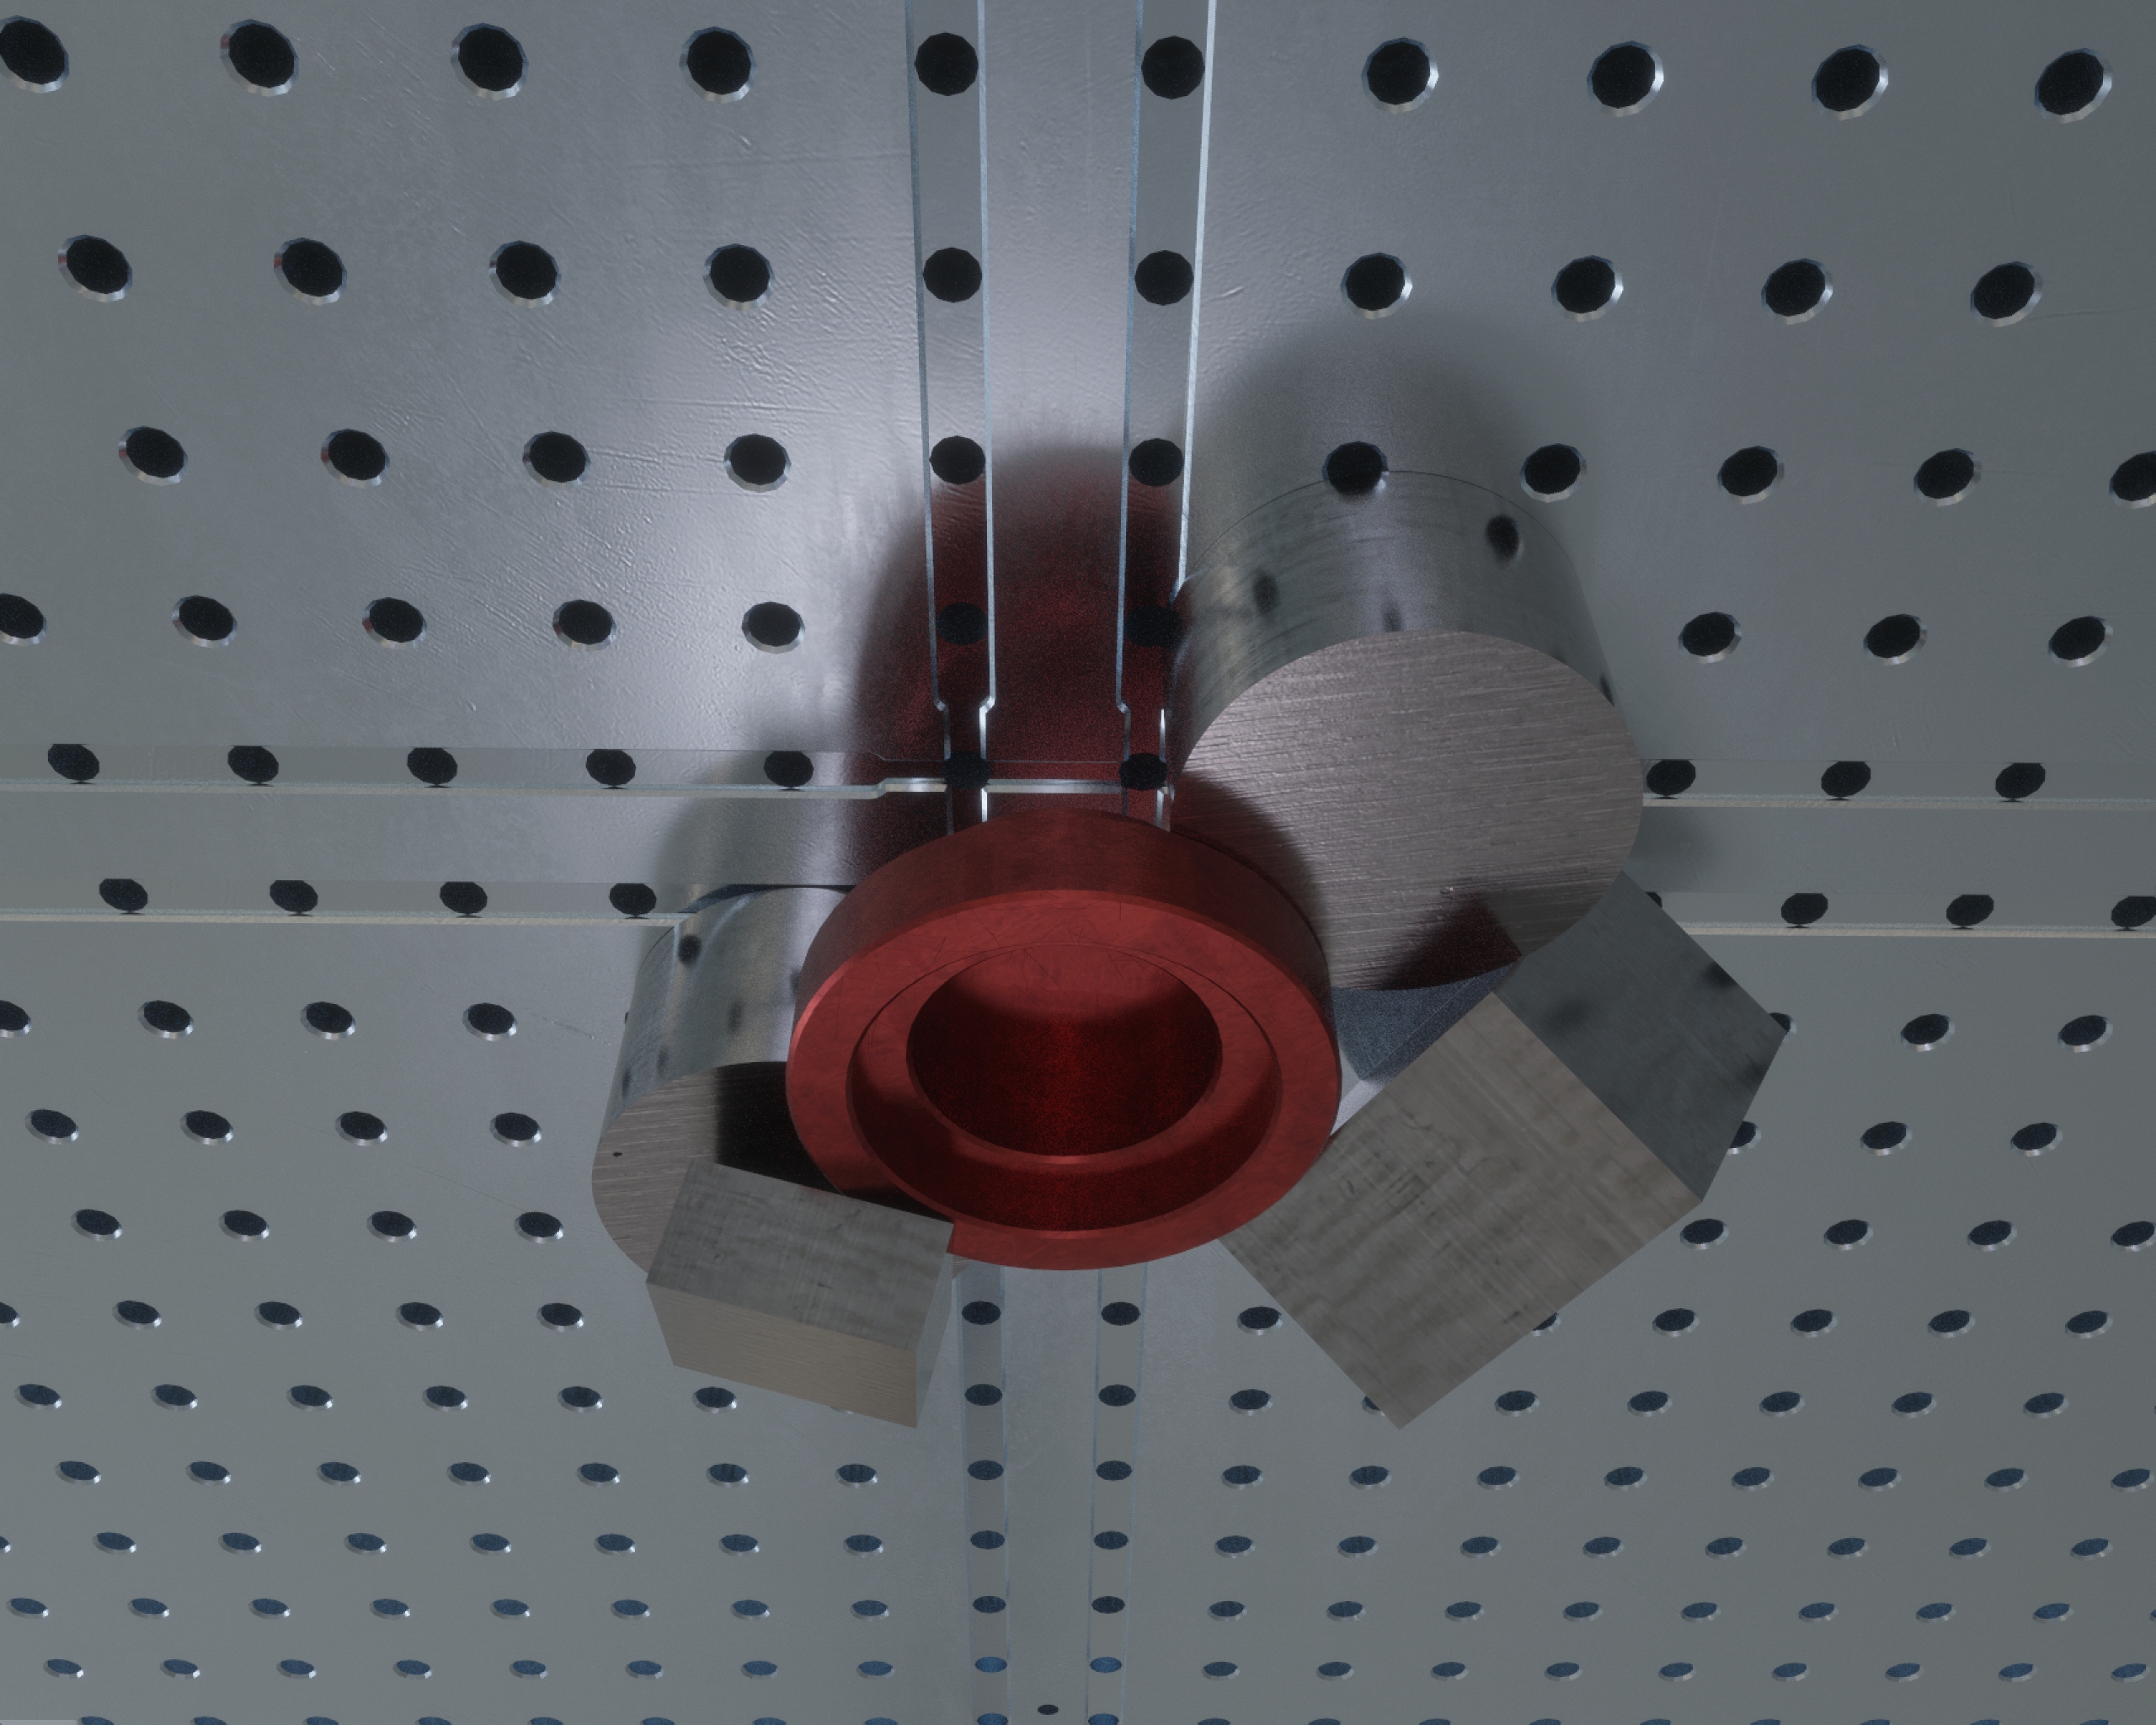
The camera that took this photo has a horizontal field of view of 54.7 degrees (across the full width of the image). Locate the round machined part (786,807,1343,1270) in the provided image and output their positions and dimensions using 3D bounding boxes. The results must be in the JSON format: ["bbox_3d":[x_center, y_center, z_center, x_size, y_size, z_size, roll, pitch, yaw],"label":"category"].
[{"bbox_3d":[-0.002,0.028,0.386,0.099,0.042,0.097,0,130,0],"label":"round machined part"}]

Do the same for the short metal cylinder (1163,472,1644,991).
[{"bbox_3d":[0.056,-0.023,0.376,0.081,0.050,0.079,0,130,0],"label":"short metal cylinder"}]

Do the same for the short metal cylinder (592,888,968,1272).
[{"bbox_3d":[-0.057,0.052,0.438,0.081,0.050,0.079,0,130,0],"label":"short metal cylinder"}]

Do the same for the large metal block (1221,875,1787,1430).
[{"bbox_3d":[0.085,0.053,0.413,0.050,0.080,0.080,46,122,7],"label":"large metal block"}]

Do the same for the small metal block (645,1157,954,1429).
[{"bbox_3d":[-0.052,0.083,0.400,0.050,0.025,0.050,14,149,4],"label":"small metal block"}]
